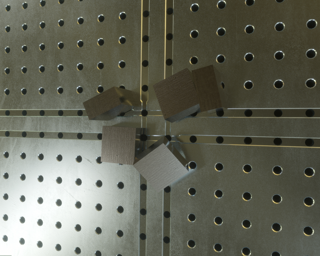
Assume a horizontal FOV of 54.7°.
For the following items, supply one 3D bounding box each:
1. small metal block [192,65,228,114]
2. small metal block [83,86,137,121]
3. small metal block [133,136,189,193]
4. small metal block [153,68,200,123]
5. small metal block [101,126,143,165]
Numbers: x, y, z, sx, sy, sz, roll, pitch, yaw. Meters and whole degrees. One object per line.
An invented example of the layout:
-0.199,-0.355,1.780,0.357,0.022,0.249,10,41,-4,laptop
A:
0.062,-0.045,0.377,0.025,0.050,0.050,-13,86,19,small metal block
-0.067,-0.032,0.422,0.050,0.050,0.025,-24,82,18,small metal block
0.002,0.047,0.401,0.050,0.025,0.050,-37,103,16,small metal block
0.025,-0.041,0.398,0.050,0.025,0.050,-25,71,18,small metal block
-0.052,0.023,0.430,0.050,0.025,0.050,4,91,19,small metal block
